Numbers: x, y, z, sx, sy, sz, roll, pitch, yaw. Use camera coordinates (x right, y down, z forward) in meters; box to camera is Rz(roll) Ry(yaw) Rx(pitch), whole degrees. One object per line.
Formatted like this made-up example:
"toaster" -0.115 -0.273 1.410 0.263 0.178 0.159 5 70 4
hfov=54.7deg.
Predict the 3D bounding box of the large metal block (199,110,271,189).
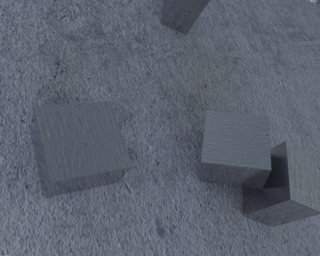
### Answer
"large metal block" 0.096 0.027 0.402 0.080 0.050 0.080 6 54 8

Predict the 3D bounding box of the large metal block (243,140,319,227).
"large metal block" 0.156 0.075 0.405 0.050 0.080 0.080 24 53 -17

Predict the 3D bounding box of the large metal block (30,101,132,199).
"large metal block" -0.086 0.021 0.329 0.081 0.050 0.080 -7 65 -31

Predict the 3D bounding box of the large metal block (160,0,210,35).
"large metal block" 0.044 -0.222 0.528 0.050 0.080 0.080 19 54 -17
